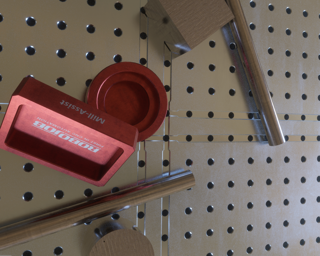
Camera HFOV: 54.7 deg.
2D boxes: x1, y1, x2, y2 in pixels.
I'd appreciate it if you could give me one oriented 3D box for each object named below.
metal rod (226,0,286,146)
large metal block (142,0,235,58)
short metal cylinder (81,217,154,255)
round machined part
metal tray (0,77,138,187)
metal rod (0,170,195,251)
[{"bbox_3d":[0.130,-0.115,0.461,0.025,0.025,0.298,-23,98,-19],"label":"metal rod"},{"bbox_3d":[0.038,-0.154,0.414,0.080,0.050,0.080,-40,103,-16],"label":"large metal block"},{"bbox_3d":[-0.053,0.156,0.381,0.081,0.050,0.079,0,90,-20],"label":"short metal cylinder"},{"bbox_3d":[-0.044,-0.031,0.388,0.099,0.042,0.097,0,90,-20],"label":"round machined part"},{"bbox_3d":[-0.102,0.010,0.342,0.131,0.090,0.030,26,40,-19],"label":"metal tray"},{"bbox_3d":[-0.095,0.104,0.378,0.302,0.025,0.025,-14,95,-20],"label":"metal rod"}]
